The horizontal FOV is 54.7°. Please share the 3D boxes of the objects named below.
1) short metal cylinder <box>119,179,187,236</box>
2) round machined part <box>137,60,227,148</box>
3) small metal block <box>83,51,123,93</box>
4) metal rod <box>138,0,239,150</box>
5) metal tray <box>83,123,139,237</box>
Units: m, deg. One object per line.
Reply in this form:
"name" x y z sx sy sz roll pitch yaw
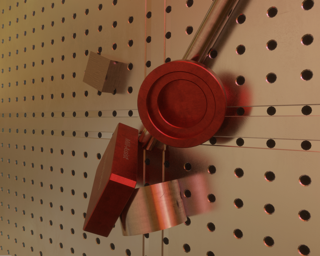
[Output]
"short metal cylinder" -0.011 0.096 0.381 0.080 0.081 0.050 -21 77 38
"round machined part" 0.027 -0.030 0.357 0.098 0.042 0.097 4 108 14
"small metal block" -0.089 -0.087 0.481 0.050 0.025 0.050 30 108 35
"metal rod" 0.049 -0.098 0.367 0.025 0.025 0.298 43 116 31
"metal tray" -0.060 0.061 0.402 0.089 0.030 0.130 -61 15 23
